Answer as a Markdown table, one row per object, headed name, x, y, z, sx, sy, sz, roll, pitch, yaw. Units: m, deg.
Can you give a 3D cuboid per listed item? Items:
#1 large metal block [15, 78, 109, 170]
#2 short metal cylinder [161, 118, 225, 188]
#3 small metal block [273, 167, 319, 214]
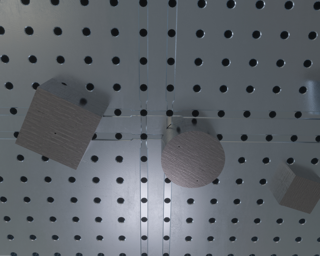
| name | x | y | z | sx | sy | sz | roll | pitch | yaw |
| --- | --- | --- | --- | --- | --- | --- | --- | --- | --- |
| large metal block | -0.123 | -0.006 | 0.397 | 0.080 | 0.050 | 0.080 | 26 | 108 | -10 |
| short metal cylinder | 0.042 | 0.032 | 0.412 | 0.081 | 0.050 | 0.079 | 0 | 110 | 0 |
| small metal block | 0.202 | 0.090 | 0.448 | 0.050 | 0.025 | 0.050 | 18 | 109 | -7 |
